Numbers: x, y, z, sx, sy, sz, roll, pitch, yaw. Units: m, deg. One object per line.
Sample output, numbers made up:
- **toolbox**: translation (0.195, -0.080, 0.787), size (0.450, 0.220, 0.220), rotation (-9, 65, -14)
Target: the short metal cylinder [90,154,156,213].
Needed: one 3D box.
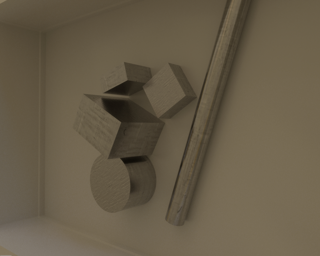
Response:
- **short metal cylinder**: translation (-0.052, 0.072, 0.431), size (0.080, 0.050, 0.079), rotation (0, 90, 39)

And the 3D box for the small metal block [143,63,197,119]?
- **small metal block**: translation (0.012, -0.046, 0.395), size (0.050, 0.025, 0.050), rotation (-39, 67, 33)

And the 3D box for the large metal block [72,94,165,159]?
- **large metal block**: translation (-0.055, -0.004, 0.414), size (0.080, 0.081, 0.050), rotation (35, 111, 34)

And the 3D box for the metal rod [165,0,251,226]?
- **metal rod**: translation (0.056, -0.025, 0.359), size (0.025, 0.025, 0.298), rotation (24, 105, 37)

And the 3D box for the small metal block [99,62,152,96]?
- **small metal block**: translation (-0.046, -0.066, 0.426), size (0.050, 0.050, 0.025), rotation (-20, 78, 38)
